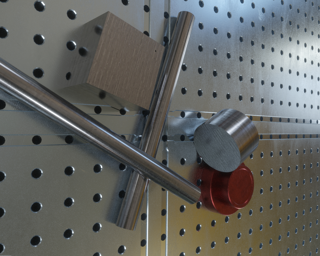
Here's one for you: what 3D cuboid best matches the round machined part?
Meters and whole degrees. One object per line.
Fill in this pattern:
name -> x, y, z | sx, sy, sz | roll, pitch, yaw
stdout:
round machined part -> 0.114, 0.092, 0.497 | 0.099, 0.042, 0.097 | 0, 90, -40

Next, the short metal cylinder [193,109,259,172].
short metal cylinder -> 0.097, 0.018, 0.457 | 0.050, 0.080, 0.080 | -34, 111, -35

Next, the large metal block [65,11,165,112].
large metal block -> -0.049, -0.070, 0.353 | 0.080, 0.050, 0.080 | 23, 76, -38

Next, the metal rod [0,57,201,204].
metal rod -> -0.064, 0.009, 0.334 | 0.301, 0.025, 0.025 | 36, 68, -27

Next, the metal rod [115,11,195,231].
metal rod -> -0.002, -0.019, 0.409 | 0.025, 0.025, 0.299 | 26, 74, -37
